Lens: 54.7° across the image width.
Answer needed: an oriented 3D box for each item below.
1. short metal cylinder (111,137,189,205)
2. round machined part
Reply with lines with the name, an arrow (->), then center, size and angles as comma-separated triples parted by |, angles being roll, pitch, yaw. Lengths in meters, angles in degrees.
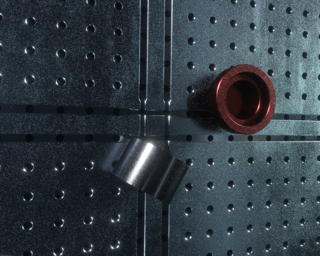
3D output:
short metal cylinder -> -0.012, 0.052, 0.380 | 0.080, 0.080, 0.050 | 32, 80, -18
round machined part -> 0.114, -0.040, 0.447 | 0.099, 0.042, 0.097 | 0, 90, -21
